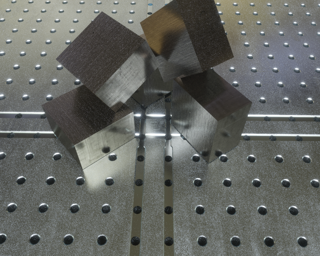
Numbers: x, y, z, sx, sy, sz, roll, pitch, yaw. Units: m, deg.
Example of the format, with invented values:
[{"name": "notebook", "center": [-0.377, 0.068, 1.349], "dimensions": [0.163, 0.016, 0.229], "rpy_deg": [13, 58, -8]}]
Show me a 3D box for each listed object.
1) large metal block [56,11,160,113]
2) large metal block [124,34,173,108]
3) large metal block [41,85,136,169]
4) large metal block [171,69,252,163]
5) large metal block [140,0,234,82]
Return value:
[{"name": "large metal block", "center": [-0.062, -0.079, 0.372], "dimensions": [0.080, 0.050, 0.080], "rpy_deg": [40, 86, 28]}, {"name": "large metal block", "center": [-0.008, -0.089, 0.445], "dimensions": [0.080, 0.080, 0.050], "rpy_deg": [-34, 58, -26]}, {"name": "large metal block", "center": [-0.089, -0.008, 0.396], "dimensions": [0.081, 0.050, 0.080], "rpy_deg": [-32, 57, -25]}, {"name": "large metal block", "center": [0.059, -0.018, 0.386], "dimensions": [0.050, 0.080, 0.080], "rpy_deg": [-27, 56, -21]}, {"name": "large metal block", "center": [0.030, -0.106, 0.369], "dimensions": [0.050, 0.080, 0.080], "rpy_deg": [-29, 13, -28]}]
